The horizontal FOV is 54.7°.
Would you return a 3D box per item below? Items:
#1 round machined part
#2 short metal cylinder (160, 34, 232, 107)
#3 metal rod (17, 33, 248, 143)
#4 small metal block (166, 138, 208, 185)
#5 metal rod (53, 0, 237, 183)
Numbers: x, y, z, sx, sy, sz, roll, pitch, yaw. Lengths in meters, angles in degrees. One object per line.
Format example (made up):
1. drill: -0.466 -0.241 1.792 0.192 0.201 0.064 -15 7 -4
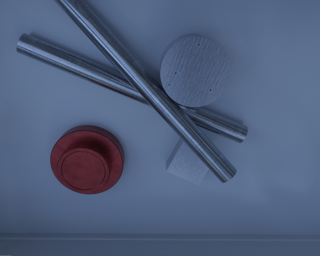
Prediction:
1. round machined part: -0.099 0.049 0.419 0.099 0.042 0.097 0 110 -1
2. short metal cylinder: 0.040 -0.070 0.373 0.081 0.050 0.079 0 110 -1
3. metal rod: -0.027 -0.046 0.393 0.302 0.025 0.025 22 109 -9
4. small metal block: 0.042 0.044 0.428 0.050 0.025 0.050 25 108 -9
5. metal rod: -0.015 -0.050 0.369 0.025 0.025 0.300 -41 97 13
